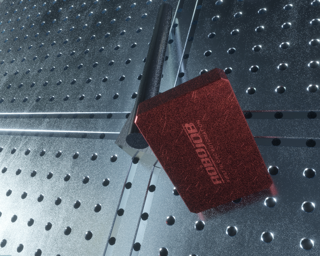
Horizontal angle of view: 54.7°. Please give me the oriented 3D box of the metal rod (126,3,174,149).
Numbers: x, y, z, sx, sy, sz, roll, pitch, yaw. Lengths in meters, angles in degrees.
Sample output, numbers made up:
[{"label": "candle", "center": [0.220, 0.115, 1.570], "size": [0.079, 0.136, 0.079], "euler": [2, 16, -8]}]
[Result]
[{"label": "metal rod", "center": [-0.006, -0.093, 0.420], "size": [0.025, 0.025, 0.300], "euler": [-13, 42, 21]}]

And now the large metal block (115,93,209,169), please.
[{"label": "large metal block", "center": [0.004, 0.004, 0.386], "size": [0.080, 0.050, 0.080], "euler": [14, 69, 33]}]

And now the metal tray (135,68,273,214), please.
[{"label": "metal tray", "center": [0.045, 0.018, 0.306], "size": [0.090, 0.130, 0.030], "euler": [-24, 25, 13]}]
